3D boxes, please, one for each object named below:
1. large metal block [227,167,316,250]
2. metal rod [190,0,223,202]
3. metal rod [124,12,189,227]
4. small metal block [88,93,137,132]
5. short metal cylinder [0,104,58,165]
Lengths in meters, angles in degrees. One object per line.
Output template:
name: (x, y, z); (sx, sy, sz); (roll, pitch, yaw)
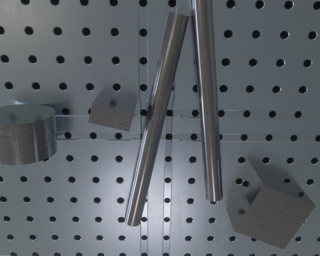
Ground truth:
large metal block: (0.155, 0.114, 0.444); (0.080, 0.050, 0.079); (23, 108, -8)
metal rod: (0.062, -0.039, 0.399); (0.025, 0.025, 0.298); (-6, 110, 2)
metal rod: (-0.010, 0.003, 0.414); (0.025, 0.025, 0.298); (11, 110, -4)
small metal block: (-0.058, -0.021, 0.392); (0.050, 0.050, 0.025); (13, 110, -5)
short metal cylinder: (-0.171, 0.005, 0.384); (0.081, 0.080, 0.050); (3, 110, -1)
